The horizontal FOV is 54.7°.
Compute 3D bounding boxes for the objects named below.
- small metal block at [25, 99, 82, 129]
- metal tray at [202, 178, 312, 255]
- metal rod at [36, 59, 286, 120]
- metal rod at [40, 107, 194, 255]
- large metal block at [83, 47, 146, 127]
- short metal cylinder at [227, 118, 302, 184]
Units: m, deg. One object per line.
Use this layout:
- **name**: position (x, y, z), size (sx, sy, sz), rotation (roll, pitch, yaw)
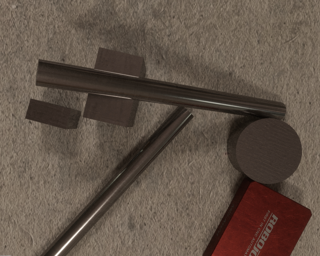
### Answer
- **small metal block**: position (-0.134, -0.017, 0.396), size (0.050, 0.050, 0.025), rotation (15, 90, -1)
- **metal tray**: position (0.126, 0.143, 0.409), size (0.090, 0.030, 0.130), rotation (28, 90, -1)
- **metal rod**: position (0.023, -0.037, 0.351), size (0.302, 0.025, 0.025), rotation (6, 90, -25)
- **metal rod**: position (-0.066, 0.087, 0.409), size (0.025, 0.025, 0.300), rotation (43, 90, -1)
- **large metal block**: position (-0.052, -0.045, 0.382), size (0.050, 0.080, 0.080), rotation (13, 90, -1)
- **short metal cylinder**: position (0.132, 0.028, 0.399), size (0.081, 0.050, 0.079), rotation (0, 90, -1)
